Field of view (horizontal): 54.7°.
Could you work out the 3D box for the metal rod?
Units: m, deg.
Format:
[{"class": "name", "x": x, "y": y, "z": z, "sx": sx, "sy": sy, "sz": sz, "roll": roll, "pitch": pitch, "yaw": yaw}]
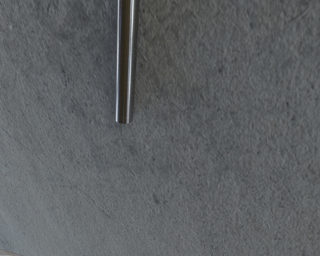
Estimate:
[{"class": "metal rod", "x": -0.035, "y": -0.135, "z": 0.339, "sx": 0.025, "sy": 0.025, "sz": 0.298, "roll": 18, "pitch": 126, "yaw": 17}]
